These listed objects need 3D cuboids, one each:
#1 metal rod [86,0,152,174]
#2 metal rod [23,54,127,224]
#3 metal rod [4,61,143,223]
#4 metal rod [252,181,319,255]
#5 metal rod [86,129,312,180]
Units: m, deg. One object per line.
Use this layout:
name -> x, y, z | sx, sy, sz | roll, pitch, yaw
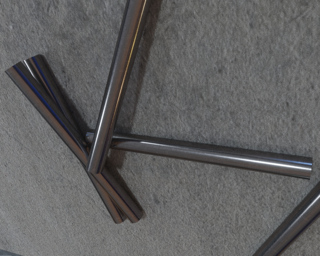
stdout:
metal rod -> -0.050, -0.061, 0.374 | 0.025, 0.025, 0.298 | 27, 122, 10
metal rod -> -0.125, 0.029, 0.488 | 0.025, 0.025, 0.299 | -11, 113, 32
metal rod -> -0.117, 0.034, 0.464 | 0.025, 0.025, 0.299 | -18, 116, 35
metal rod -> 0.171, 0.122, 0.391 | 0.025, 0.025, 0.298 | 28, 128, 10
metal rod -> 0.032, 0.030, 0.406 | 0.301, 0.025, 0.025 | 7, 121, 24
